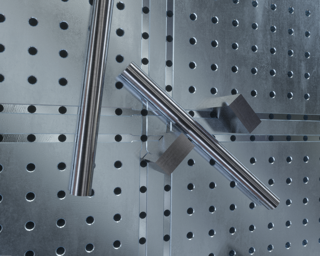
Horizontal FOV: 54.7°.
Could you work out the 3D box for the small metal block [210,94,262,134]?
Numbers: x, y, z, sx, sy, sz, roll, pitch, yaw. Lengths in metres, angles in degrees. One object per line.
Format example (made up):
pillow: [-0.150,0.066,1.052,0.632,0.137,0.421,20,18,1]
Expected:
small metal block: [0.106,-0.019,0.438,0.025,0.050,0.050,-44,104,-15]

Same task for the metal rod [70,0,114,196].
metal rod: [-0.080,-0.068,0.382,0.025,0.025,0.298,7,88,-20]

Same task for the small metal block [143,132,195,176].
small metal block: [0.011,0.032,0.403,0.025,0.050,0.050,46,76,-14]

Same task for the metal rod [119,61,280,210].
metal rod: [0.065,0.019,0.436,0.300,0.025,0.025,41,77,-15]
